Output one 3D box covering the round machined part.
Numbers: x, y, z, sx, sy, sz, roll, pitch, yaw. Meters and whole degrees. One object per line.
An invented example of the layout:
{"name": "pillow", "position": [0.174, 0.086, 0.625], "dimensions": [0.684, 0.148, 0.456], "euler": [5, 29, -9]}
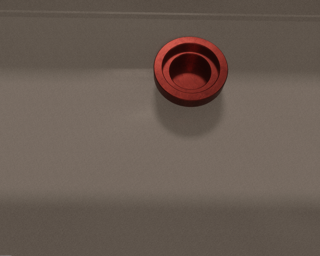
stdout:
{"name": "round machined part", "position": [0.041, -0.073, 0.428], "dimensions": [0.099, 0.042, 0.098], "euler": [0, 70, -1]}
